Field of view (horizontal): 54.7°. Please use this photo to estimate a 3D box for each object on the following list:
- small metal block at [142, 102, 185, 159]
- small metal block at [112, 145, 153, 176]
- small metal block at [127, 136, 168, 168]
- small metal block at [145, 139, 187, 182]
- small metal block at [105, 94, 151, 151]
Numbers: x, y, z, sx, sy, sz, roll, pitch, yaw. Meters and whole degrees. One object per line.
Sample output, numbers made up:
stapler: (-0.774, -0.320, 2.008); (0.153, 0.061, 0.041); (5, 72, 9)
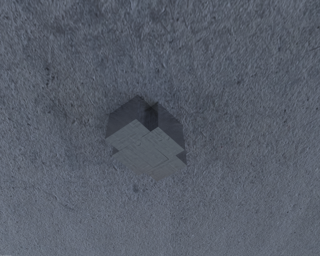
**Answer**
small metal block: (0.005, 0.003, 0.394); (0.025, 0.050, 0.050); (-33, 123, 25)
small metal block: (-0.035, 0.027, 0.414); (0.025, 0.050, 0.050); (-32, 123, 24)
small metal block: (-0.015, 0.015, 0.404); (0.025, 0.050, 0.050); (-32, 123, 24)
small metal block: (0.008, 0.038, 0.424); (0.050, 0.050, 0.025); (-32, 124, 24)
small metal block: (-0.039, -0.007, 0.385); (0.050, 0.050, 0.025); (-32, 124, 24)
